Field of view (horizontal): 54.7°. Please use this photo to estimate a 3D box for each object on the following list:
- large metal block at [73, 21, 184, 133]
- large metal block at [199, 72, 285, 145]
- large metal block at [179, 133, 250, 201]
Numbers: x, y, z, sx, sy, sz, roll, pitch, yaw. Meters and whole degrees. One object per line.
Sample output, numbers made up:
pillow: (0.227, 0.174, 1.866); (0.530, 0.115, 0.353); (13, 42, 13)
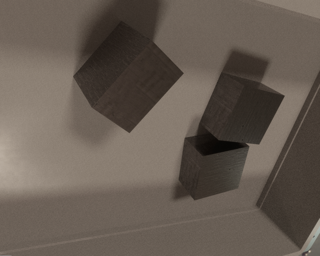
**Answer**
large metal block: (-0.036, -0.055, 0.321); (0.080, 0.080, 0.050); (-48, 129, 5)
large metal block: (0.116, -0.026, 0.442); (0.081, 0.050, 0.079); (7, 115, -32)
large metal block: (0.080, 0.055, 0.472); (0.081, 0.050, 0.079); (-9, 123, -24)
